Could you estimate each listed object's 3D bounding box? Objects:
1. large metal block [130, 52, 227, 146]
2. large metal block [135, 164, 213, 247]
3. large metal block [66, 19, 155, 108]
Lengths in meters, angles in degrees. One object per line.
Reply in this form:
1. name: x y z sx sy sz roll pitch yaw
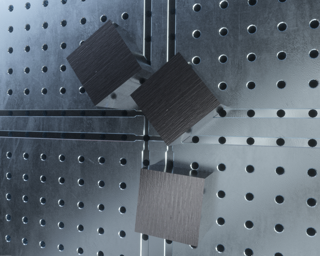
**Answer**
1. large metal block: 0.024 -0.034 0.391 0.080 0.050 0.080 -40 78 15
2. large metal block: 0.019 0.093 0.393 0.080 0.050 0.080 6 92 20
3. large metal block: -0.066 -0.084 0.423 0.080 0.050 0.080 -36 79 16
